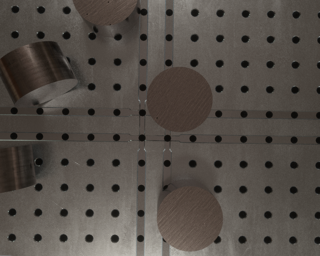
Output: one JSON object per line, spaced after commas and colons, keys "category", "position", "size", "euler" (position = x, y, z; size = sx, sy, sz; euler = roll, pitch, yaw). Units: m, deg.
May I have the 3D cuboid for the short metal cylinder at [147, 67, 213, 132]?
{"category": "short metal cylinder", "position": [0.024, -0.035, 0.401], "size": [0.081, 0.050, 0.079], "euler": [0, 90, -1]}

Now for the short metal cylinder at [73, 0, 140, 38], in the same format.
{"category": "short metal cylinder", "position": [-0.067, -0.164, 0.400], "size": [0.081, 0.050, 0.079], "euler": [0, 90, -1]}

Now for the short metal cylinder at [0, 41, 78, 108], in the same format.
{"category": "short metal cylinder", "position": [-0.151, -0.065, 0.384], "size": [0.080, 0.080, 0.050], "euler": [-26, 90, 0]}

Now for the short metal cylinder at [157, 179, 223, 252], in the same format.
{"category": "short metal cylinder", "position": [0.036, 0.110, 0.402], "size": [0.081, 0.050, 0.079], "euler": [0, 90, -1]}

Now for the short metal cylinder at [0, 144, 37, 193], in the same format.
{"category": "short metal cylinder", "position": [-0.199, 0.050, 0.383], "size": [0.081, 0.080, 0.050], "euler": [-6, 90, 0]}
